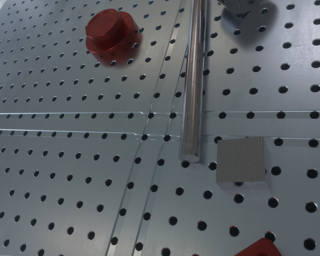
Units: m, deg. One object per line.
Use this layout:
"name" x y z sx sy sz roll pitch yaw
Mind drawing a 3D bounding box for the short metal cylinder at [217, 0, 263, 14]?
"short metal cylinder" 0.113 -0.213 0.444 0.080 0.080 0.050 -35 51 5

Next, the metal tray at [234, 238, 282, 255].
"metal tray" 0.067 0.169 0.266 0.130 0.030 0.090 -35 51 5

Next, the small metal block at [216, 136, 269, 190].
"small metal block" 0.090 0.039 0.337 0.050 0.025 0.050 -6 59 25

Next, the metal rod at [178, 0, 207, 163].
"metal rod" 0.050 -0.094 0.439 0.025 0.025 0.299 -7 58 24

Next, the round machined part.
"round machined part" -0.093 -0.173 0.552 0.098 0.042 0.098 -13 56 21
